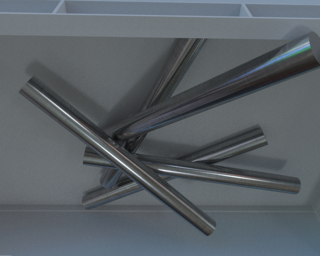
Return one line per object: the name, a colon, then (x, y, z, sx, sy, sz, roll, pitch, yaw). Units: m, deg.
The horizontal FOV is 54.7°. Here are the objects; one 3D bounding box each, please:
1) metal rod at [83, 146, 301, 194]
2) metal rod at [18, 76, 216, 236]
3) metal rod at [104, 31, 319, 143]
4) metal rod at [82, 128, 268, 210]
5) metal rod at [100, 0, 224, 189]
metal rod: (0.049, 0.060, 0.426, 0.302, 0.025, 0.025, 9, 130, -9)
metal rod: (-0.038, 0.046, 0.384, 0.300, 0.025, 0.025, 41, 119, -19)
metal rod: (0.011, -0.017, 0.316, 0.025, 0.025, 0.299, 36, 146, -27)
metal rod: (0.011, 0.067, 0.466, 0.300, 0.025, 0.025, -23, 127, 18)
metal rod: (-0.014, -0.019, 0.392, 0.025, 0.025, 0.298, 21, 127, -17)
